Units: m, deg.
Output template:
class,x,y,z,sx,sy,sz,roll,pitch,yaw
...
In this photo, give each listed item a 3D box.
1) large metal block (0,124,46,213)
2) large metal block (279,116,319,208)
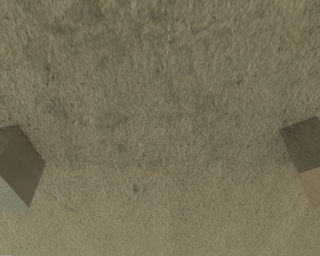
class,x,y,z,sx,sy,sz,roll,pitch,yaw
large metal block,-0.206,0.055,0.415,0.050,0.080,0.080,-11,130,8
large metal block,0.206,0.045,0.413,0.050,0.080,0.080,-23,127,18
